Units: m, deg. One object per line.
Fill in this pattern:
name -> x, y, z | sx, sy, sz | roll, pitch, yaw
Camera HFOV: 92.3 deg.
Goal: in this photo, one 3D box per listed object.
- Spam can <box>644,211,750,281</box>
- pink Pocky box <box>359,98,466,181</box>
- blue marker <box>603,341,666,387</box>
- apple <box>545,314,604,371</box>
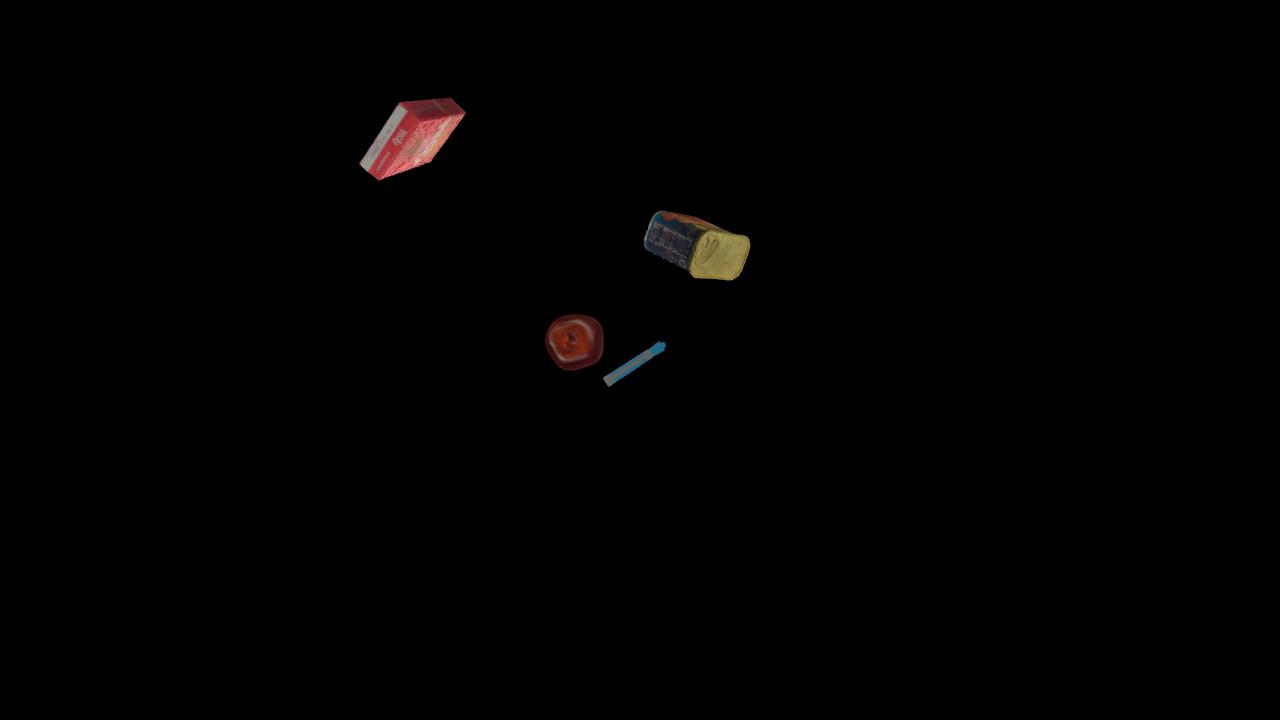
Spam can -> 0.068, -0.139, 0.746 | 0.101, 0.058, 0.085 | -3, 28, -46
pink Pocky box -> -0.256, -0.257, 0.706 | 0.029, 0.084, 0.155 | 40, 21, -14
blue marker -> -0.008, 0.005, 1.044 | 0.121, 0.020, 0.020 | -33, 4, -7
apple -> -0.085, -0.024, 0.815 | 0.079, 0.079, 0.093 | 0, -5, 3
